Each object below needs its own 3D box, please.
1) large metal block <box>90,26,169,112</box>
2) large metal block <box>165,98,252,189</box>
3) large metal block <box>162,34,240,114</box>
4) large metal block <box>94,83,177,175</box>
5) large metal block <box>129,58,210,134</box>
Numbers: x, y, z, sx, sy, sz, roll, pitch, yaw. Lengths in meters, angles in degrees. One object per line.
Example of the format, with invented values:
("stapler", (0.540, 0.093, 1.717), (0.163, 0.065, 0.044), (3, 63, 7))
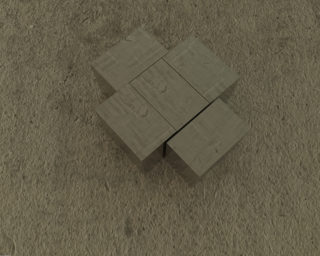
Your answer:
("large metal block", (-0.036, -0.070, 0.406), (0.080, 0.080, 0.050), (-40, 75, -13))
("large metal block", (0.054, 0.022, 0.373), (0.080, 0.080, 0.050), (-40, 75, -13))
("large metal block", (0.048, -0.058, 0.403), (0.050, 0.080, 0.080), (-41, 75, -13))
("large metal block", (-0.028, 0.005, 0.379), (0.050, 0.080, 0.080), (-41, 75, -13))
("large metal block", (0.010, -0.027, 0.390), (0.050, 0.080, 0.080), (-41, 75, -13))
